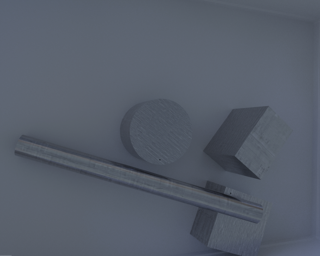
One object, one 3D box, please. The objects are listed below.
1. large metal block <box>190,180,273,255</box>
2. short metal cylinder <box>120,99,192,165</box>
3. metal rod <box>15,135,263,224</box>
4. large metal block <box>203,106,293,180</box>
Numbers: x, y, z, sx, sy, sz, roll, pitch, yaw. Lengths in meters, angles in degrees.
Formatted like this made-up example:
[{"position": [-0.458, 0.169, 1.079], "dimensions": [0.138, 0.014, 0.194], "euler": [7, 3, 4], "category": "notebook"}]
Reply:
[{"position": [0.100, 0.128, 0.436], "dimensions": [0.080, 0.050, 0.080], "euler": [22, 83, -19], "category": "large metal block"}, {"position": [-0.006, 0.004, 0.396], "dimensions": [0.081, 0.050, 0.079], "euler": [0, 90, -20], "category": "short metal cylinder"}, {"position": [-0.018, 0.064, 0.374], "dimensions": [0.302, 0.025, 0.025], "euler": [18, 84, -8], "category": "metal rod"}, {"position": [0.118, 0.018, 0.427], "dimensions": [0.050, 0.080, 0.080], "euler": [41, 77, -16], "category": "large metal block"}]
